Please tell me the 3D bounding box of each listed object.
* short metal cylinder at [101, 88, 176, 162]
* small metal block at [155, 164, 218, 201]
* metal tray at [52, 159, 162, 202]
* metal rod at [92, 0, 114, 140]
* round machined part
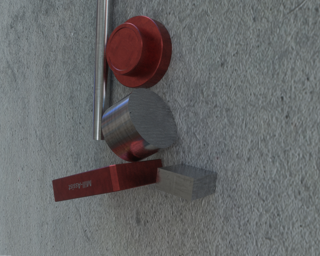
[{"bbox_3d":[-0.025,-0.003,0.388,0.050,0.081,0.080,-29,72,36],"label":"short metal cylinder"},{"bbox_3d":[0.031,0.061,0.361,0.050,0.050,0.025,10,97,39],"label":"small metal block"},{"bbox_3d":[-0.070,0.071,0.418,0.130,0.091,0.030,-18,79,38],"label":"metal tray"},{"bbox_3d":[-0.086,-0.131,0.473,0.025,0.025,0.298,4,92,39],"label":"metal rod"},{"bbox_3d":[-0.035,-0.103,0.421,0.098,0.042,0.097,0,90,39],"label":"round machined part"}]
